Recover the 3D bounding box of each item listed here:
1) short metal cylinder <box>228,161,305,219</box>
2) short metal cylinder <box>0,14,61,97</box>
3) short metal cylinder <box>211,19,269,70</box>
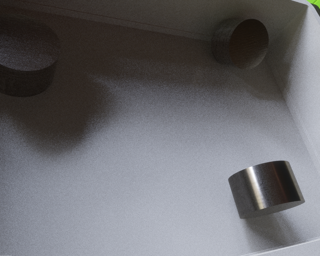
[{"bbox_3d":[0.133,0.080,0.393,0.081,0.080,0.050,1,61,-28],"label":"short metal cylinder"},{"bbox_3d":[-0.159,-0.082,0.354,0.081,0.050,0.080,14,56,-21],"label":"short metal cylinder"},{"bbox_3d":[0.134,-0.142,0.521,0.081,0.079,0.050,3,16,-27],"label":"short metal cylinder"}]
